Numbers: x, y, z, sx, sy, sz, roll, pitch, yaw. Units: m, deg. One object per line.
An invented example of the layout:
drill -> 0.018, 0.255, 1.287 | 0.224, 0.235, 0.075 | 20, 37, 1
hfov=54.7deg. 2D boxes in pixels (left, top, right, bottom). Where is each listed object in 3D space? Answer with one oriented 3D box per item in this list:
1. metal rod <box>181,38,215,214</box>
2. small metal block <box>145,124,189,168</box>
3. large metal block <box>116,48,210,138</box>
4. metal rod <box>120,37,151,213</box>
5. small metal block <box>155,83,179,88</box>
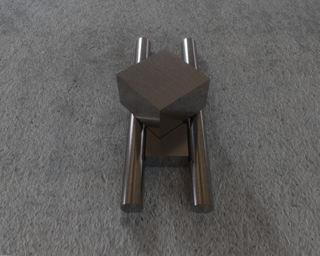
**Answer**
metal rod -> 0.047, -0.028, 0.429 | 0.025, 0.025, 0.300 | 1, 50, 0
small metal block -> 0.008, 0.021, 0.386 | 0.050, 0.025, 0.050 | 1, 50, 0
large metal block -> 0.004, -0.047, 0.393 | 0.080, 0.050, 0.080 | -34, 58, -25
metal rod -> -0.029, -0.028, 0.429 | 0.025, 0.025, 0.300 | 1, 50, 0
small metal block -> 0.009, -0.068, 0.460 | 0.050, 0.025, 0.050 | 1, 50, 0
